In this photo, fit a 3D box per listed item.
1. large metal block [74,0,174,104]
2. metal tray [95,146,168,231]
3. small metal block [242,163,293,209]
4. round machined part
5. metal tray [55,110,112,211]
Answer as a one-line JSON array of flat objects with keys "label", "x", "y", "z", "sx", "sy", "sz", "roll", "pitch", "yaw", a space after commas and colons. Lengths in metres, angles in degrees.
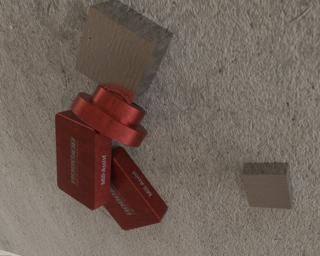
[{"label": "large metal block", "x": -0.043, "y": -0.088, "z": 0.357, "sx": 0.080, "sy": 0.050, "sz": 0.079, "roll": 33, "pitch": 128, "yaw": 6}, {"label": "metal tray", "x": -0.059, "y": 0.100, "z": 0.495, "sx": 0.090, "sy": 0.030, "sz": 0.130, "roll": -26, "pitch": 104, "yaw": 37}, {"label": "small metal block", "x": 0.133, "y": 0.070, "z": 0.380, "sx": 0.050, "sy": 0.025, "sz": 0.050, "roll": -4, "pitch": 117, "yaw": 30}, {"label": "round machined part", "x": -0.057, "y": -0.020, "z": 0.387, "sx": 0.098, "sy": 0.098, "sz": 0.042, "roll": 33, "pitch": 96, "yaw": 6}, {"label": "metal tray", "x": -0.115, "y": 0.046, "z": 0.461, "sx": 0.090, "sy": 0.030, "sz": 0.129, "roll": 21, "pitch": 116, "yaw": 33}]
